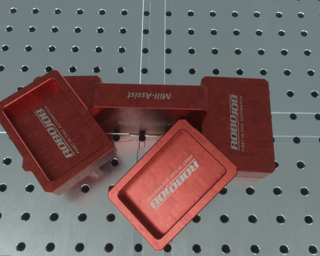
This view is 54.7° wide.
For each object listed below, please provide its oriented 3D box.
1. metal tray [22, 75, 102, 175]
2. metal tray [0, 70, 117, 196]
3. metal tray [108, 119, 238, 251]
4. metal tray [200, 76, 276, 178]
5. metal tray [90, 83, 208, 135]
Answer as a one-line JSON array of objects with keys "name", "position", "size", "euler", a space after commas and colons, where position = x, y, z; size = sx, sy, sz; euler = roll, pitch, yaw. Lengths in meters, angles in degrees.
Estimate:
[{"name": "metal tray", "position": [-0.123, -0.005, 0.409], "size": [0.091, 0.030, 0.129], "euler": [-1, 71, -1]}, {"name": "metal tray", "position": [-0.125, 0.003, 0.373], "size": [0.090, 0.030, 0.130], "euler": [-36, 75, -13]}, {"name": "metal tray", "position": [0.015, 0.065, 0.366], "size": [0.130, 0.030, 0.090], "euler": [-46, 77, 2]}, {"name": "metal tray", "position": [0.098, -0.003, 0.410], "size": [0.091, 0.030, 0.130], "euler": [3, 70, 0]}, {"name": "metal tray", "position": [-0.012, -0.020, 0.383], "size": [0.131, 0.090, 0.030], "euler": [1, 70, 0]}]
